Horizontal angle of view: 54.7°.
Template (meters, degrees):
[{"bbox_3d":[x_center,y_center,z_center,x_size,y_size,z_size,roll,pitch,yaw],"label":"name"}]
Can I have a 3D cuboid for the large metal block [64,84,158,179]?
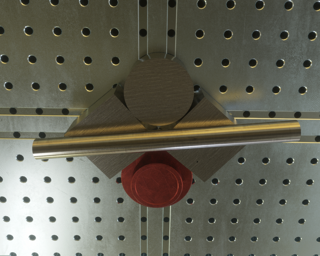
[{"bbox_3d":[-0.059,0.004,0.397,0.080,0.050,0.080,-38,108,12],"label":"large metal block"}]

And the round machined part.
[{"bbox_3d":[-0.004,0.070,0.426,0.099,0.042,0.097,0,110,0],"label":"round machined part"}]

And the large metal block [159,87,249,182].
[{"bbox_3d":[0.054,0.008,0.397,0.080,0.050,0.080,40,106,-14],"label":"large metal block"}]

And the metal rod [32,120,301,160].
[{"bbox_3d":[0.006,0.014,0.359,0.302,0.025,0.025,-4,110,2],"label":"metal rod"}]

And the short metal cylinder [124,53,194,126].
[{"bbox_3d":[-0.001,-0.049,0.378,0.081,0.050,0.079,0,110,0],"label":"short metal cylinder"}]
